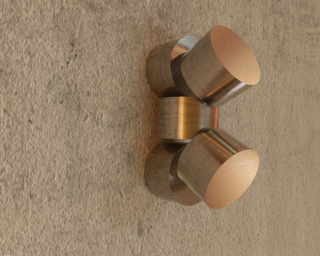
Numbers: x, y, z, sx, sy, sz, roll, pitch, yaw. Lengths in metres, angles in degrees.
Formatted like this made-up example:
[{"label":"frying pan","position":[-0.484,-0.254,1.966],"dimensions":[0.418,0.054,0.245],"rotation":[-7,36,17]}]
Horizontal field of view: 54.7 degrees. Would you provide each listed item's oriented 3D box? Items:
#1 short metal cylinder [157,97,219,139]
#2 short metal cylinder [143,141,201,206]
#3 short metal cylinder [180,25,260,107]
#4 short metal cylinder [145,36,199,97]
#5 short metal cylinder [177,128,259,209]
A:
[{"label":"short metal cylinder","position":[0.036,-0.011,0.401],"dimensions":[0.081,0.080,0.050],"rotation":[2,89,-40]},{"label":"short metal cylinder","position":[0.025,0.058,0.411],"dimensions":[0.081,0.050,0.080],"rotation":[0,90,-40]},{"label":"short metal cylinder","position":[0.071,-0.072,0.365],"dimensions":[0.080,0.050,0.080],"rotation":[21,52,-30]},{"label":"short metal cylinder","position":[0.027,-0.077,0.413],"dimensions":[0.081,0.050,0.080],"rotation":[0,90,-40]},{"label":"short metal cylinder","position":[0.068,0.046,0.360],"dimensions":[0.081,0.050,0.079],"rotation":[-21,129,-27]}]
